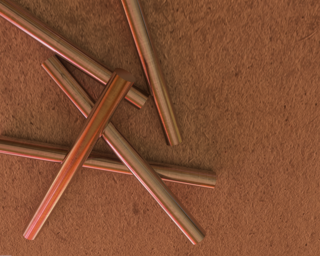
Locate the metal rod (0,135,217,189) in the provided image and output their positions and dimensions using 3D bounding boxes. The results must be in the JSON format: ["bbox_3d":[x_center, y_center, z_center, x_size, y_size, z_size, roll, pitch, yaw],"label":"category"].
[{"bbox_3d":[-0.072,0.047,0.426,0.302,0.025,0.025,10,110,-4],"label":"metal rod"}]

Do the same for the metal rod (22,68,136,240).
[{"bbox_3d":[-0.116,0.050,0.399,0.025,0.025,0.298,31,118,-11],"label":"metal rod"}]

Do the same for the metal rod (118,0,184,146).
[{"bbox_3d":[-0.024,-0.116,0.366,0.025,0.025,0.298,-16,110,6],"label":"metal rod"}]

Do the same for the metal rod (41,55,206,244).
[{"bbox_3d":[-0.041,0.033,0.399,0.025,0.025,0.300,-37,98,12],"label":"metal rod"}]

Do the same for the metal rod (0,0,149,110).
[{"bbox_3d":[-0.143,-0.115,0.365,0.301,0.025,0.025,34,107,-12],"label":"metal rod"}]
